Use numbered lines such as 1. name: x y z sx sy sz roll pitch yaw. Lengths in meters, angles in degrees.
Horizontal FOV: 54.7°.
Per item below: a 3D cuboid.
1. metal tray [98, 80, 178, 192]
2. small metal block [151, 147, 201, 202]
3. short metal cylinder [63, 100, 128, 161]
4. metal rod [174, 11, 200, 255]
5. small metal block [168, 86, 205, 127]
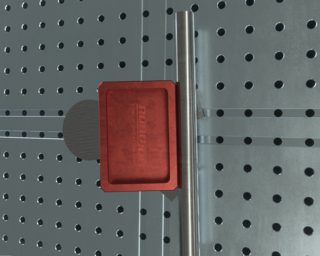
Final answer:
1. metal tray: -0.026 0.009 0.376 0.091 0.030 0.129 -1 90 0
2. small metal block: 0.016 0.059 0.405 0.050 0.025 0.050 41 102 15
3. short metal cylinder: -0.085 0.002 0.427 0.080 0.050 0.079 0 90 19
4. metal rod: 0.033 0.012 0.373 0.025 0.025 0.298 -1 90 19
5. small metal block: 0.026 -0.029 0.403 0.050 0.025 0.050 -16 85 19
